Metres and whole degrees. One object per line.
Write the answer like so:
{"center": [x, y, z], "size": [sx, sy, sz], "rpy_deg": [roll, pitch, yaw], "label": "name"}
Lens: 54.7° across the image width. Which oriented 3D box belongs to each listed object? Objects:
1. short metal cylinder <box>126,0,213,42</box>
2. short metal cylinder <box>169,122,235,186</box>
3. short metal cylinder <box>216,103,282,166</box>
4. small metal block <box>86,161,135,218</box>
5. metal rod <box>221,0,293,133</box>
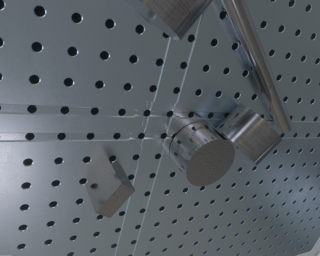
{"center": [0.004, -0.129, 0.298], "size": [0.080, 0.080, 0.050], "rpy_deg": [32, 100, -38], "label": "short metal cylinder"}
{"center": [0.061, 0.038, 0.452], "size": [0.081, 0.050, 0.079], "rpy_deg": [-14, 125, -21], "label": "short metal cylinder"}
{"center": [0.129, 0.010, 0.452], "size": [0.050, 0.080, 0.080], "rpy_deg": [-47, 129, 4], "label": "short metal cylinder"}
{"center": [-0.066, 0.081, 0.409], "size": [0.050, 0.050, 0.025], "rpy_deg": [-48, 129, 6], "label": "small metal block"}
{"center": [0.138, -0.089, 0.431], "size": [0.025, 0.025, 0.300], "rpy_deg": [-41, 130, 0], "label": "metal rod"}
